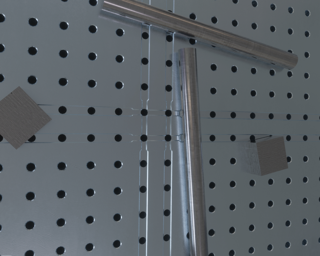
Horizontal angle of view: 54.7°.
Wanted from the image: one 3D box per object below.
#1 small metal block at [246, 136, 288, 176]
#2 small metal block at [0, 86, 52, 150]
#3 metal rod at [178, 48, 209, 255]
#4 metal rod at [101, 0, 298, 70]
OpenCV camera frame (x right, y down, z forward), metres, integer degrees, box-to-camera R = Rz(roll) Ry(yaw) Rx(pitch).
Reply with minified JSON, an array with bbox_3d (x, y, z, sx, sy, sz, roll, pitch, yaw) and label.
[{"bbox_3d":[0.164,0.041,0.473,0.050,0.025,0.050,-11,94,-20],"label":"small metal block"},{"bbox_3d":[-0.161,-0.011,0.353,0.050,0.025,0.050,-45,104,-15],"label":"small metal block"},{"bbox_3d":[0.047,0.041,0.429,0.025,0.025,0.298,-4,92,-20],"label":"metal rod"},{"bbox_3d":[0.069,-0.132,0.437,0.302,0.025,0.025,11,86,-20],"label":"metal rod"}]
